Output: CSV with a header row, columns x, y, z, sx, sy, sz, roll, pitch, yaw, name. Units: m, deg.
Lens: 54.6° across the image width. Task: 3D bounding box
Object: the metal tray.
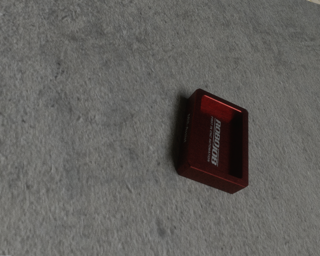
x,y,z,sx,sy,sz,roll,pitch,yaw,name
0.077,0.016,0.431,0.090,0.030,0.130,22,54,-15,metal tray
